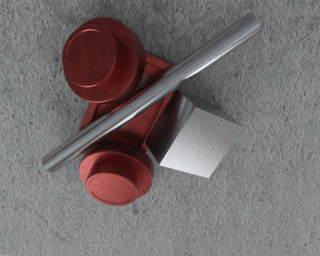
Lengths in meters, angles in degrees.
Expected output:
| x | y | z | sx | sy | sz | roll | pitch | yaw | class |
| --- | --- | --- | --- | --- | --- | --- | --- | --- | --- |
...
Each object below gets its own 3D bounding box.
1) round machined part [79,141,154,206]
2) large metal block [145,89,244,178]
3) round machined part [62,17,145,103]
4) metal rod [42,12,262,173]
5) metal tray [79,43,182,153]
| x | y | z | sx | sy | sz | roll | pitch | yaw | class |
| --- | --- | --- | --- | --- | --- | --- | --- | --- | --- |
| -0.059 | 0.066 | 0.407 | 0.099 | 0.042 | 0.097 | 4 | 131 | 5 | round machined part |
| 0.041 | 0.009 | 0.386 | 0.080 | 0.050 | 0.080 | 19 | 110 | -33 | large metal block |
| -0.070 | -0.078 | 0.351 | 0.098 | 0.042 | 0.097 | 0 | 89 | 20 | round machined part |
| -0.019 | -0.035 | 0.367 | 0.300 | 0.025 | 0.025 | -33 | 107 | 11 | metal rod |
| -0.037 | -0.034 | 0.395 | 0.090 | 0.030 | 0.129 | 23 | 108 | -9 | metal tray |
